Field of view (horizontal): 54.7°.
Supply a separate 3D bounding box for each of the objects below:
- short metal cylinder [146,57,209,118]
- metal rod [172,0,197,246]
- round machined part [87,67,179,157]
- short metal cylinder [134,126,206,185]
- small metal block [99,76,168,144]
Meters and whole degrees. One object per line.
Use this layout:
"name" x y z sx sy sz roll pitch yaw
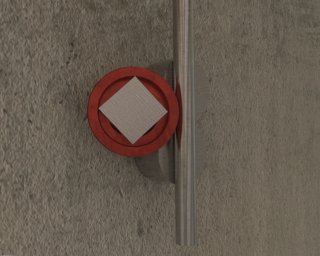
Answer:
"short metal cylinder" 0.019 -0.050 0.406 0.081 0.050 0.079 0 90 -40
"metal rod" 0.029 -0.014 0.366 0.025 0.025 0.298 -1 91 -40
"round machined part" -0.031 -0.017 0.352 0.099 0.042 0.097 0 88 -11
"short metal cylinder" 0.013 0.031 0.400 0.081 0.050 0.080 1 89 -40
"small metal block" -0.029 -0.018 0.329 0.050 0.025 0.050 -44 96 -10
